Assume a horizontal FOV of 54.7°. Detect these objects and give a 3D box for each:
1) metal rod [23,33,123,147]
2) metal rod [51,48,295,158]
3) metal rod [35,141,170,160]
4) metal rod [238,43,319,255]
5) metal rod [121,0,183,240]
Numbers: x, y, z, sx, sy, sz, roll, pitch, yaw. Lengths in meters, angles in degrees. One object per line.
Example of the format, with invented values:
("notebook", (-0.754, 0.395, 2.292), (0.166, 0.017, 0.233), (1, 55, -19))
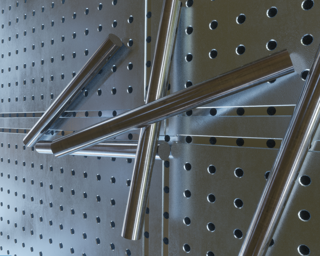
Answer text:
("metal rod", (-0.164, -0.052, 0.541), (0.299, 0.025, 0.025), (-39, 67, 32))
("metal rod", (-0.004, -0.020, 0.358), (0.300, 0.025, 0.025), (-20, 77, 21))
("metal rod", (-0.110, 0.033, 0.497), (0.300, 0.025, 0.025), (-2, 89, 39))
("metal rod", (0.120, 0.055, 0.309), (0.025, 0.025, 0.298), (26, 106, 36))
("metal rod", (-0.010, -0.013, 0.389), (0.025, 0.025, 0.298), (8, 87, 39))
